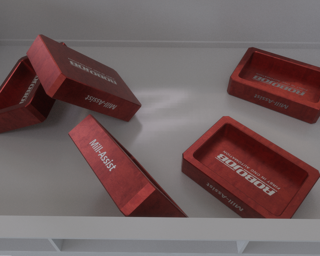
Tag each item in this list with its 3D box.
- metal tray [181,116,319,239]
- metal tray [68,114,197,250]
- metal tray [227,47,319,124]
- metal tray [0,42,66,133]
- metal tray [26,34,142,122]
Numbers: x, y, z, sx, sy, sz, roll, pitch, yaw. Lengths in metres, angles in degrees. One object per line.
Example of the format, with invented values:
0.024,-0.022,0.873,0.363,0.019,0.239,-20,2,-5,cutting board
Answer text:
0.101,0.050,0.360,0.130,0.030,0.090,35,58,26,metal tray
-0.029,0.048,0.298,0.030,0.090,0.130,-44,43,-6,metal tray
0.178,-0.067,0.458,0.130,0.030,0.090,23,54,18,metal tray
-0.177,-0.057,0.425,0.090,0.030,0.130,-11,46,24,metal tray
-0.093,-0.060,0.396,0.030,0.131,0.090,-49,55,17,metal tray
